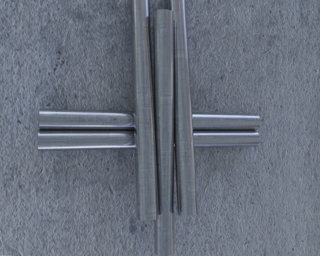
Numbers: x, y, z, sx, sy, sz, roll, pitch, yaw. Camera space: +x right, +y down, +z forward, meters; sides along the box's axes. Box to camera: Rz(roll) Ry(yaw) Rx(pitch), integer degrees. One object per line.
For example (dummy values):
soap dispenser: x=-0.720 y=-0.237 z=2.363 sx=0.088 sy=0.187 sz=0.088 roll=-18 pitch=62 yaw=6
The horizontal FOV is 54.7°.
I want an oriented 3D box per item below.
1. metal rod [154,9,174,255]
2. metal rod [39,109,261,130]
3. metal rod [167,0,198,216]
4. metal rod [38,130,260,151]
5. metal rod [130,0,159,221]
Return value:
metal rod: x=0.005 y=0.006 z=0.386 sx=0.025 sy=0.025 sz=0.298 roll=0 pitch=90 yaw=-20
metal rod: x=0.002 y=-0.010 z=0.413 sx=0.303 sy=0.025 sz=0.025 roll=0 pitch=90 yaw=-21
metal rod: x=0.028 y=-0.042 z=0.399 sx=0.025 sy=0.025 sz=0.298 roll=0 pitch=82 yaw=-20
metal rod: x=0.000 y=0.015 z=0.412 sx=0.303 sy=0.025 sz=0.025 roll=0 pitch=90 yaw=-21
metal rod: x=-0.021 y=-0.042 z=0.381 sx=0.025 sy=0.025 sz=0.298 roll=0 pitch=82 yaw=-20
